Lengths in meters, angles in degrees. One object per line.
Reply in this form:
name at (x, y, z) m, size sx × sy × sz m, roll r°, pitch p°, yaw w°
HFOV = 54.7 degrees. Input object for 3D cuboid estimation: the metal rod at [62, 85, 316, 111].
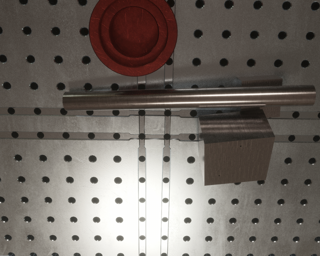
metal rod at (0.029, -0.036, 0.382) m, size 0.302 × 0.025 × 0.025 m, roll -1°, pitch 110°, yaw 7°

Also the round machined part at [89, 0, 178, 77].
round machined part at (-0.030, -0.112, 0.363) m, size 0.099 × 0.042 × 0.097 m, roll 0°, pitch 110°, yaw -1°

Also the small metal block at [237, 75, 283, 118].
small metal block at (0.127, -0.040, 0.400) m, size 0.050 × 0.025 × 0.050 m, roll -3°, pitch 110°, yaw 0°

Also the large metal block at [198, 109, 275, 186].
large metal block at (0.093, 0.026, 0.397) m, size 0.080 × 0.050 × 0.080 m, roll -6°, pitch 133°, yaw 2°
